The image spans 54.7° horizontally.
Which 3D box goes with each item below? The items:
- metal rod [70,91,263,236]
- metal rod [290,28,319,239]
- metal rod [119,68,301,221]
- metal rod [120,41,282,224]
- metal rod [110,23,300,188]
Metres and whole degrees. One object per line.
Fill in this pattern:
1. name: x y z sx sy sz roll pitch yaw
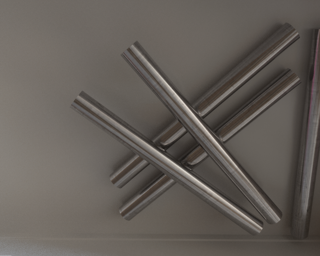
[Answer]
1. metal rod: 0.018 0.053 0.402 0.301 0.025 0.025 37 106 -13
2. metal rod: 0.204 0.021 0.420 0.025 0.025 0.298 -3 110 1
3. metal rod: 0.059 0.030 0.422 0.300 0.025 0.025 -41 105 13
4. metal rod: 0.062 0.016 0.389 0.025 0.025 0.300 -39 106 13
5. metal rod: 0.048 -0.021 0.403 0.300 0.025 0.025 -41 105 13
